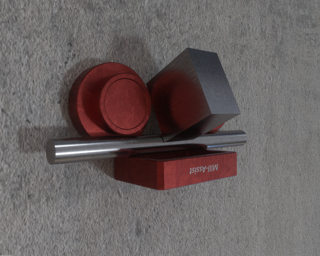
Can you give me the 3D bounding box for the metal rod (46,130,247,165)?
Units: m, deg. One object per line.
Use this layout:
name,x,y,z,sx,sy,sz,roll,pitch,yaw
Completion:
metal rod,0.012,0.019,0.391,0.302,0.025,0.025,-2,91,-40

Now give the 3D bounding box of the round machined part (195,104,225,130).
round machined part,0.062,-0.031,0.448,0.099,0.042,0.097,0,90,-40

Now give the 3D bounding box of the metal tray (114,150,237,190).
metal tray,0.021,0.046,0.384,0.131,0.090,0.030,-2,91,-40

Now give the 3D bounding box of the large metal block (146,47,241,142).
large metal block,0.036,-0.036,0.368,0.050,0.080,0.080,-3,68,-41

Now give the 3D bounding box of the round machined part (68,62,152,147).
round machined part,-0.049,-0.026,0.353,0.099,0.042,0.097,0,90,-40
